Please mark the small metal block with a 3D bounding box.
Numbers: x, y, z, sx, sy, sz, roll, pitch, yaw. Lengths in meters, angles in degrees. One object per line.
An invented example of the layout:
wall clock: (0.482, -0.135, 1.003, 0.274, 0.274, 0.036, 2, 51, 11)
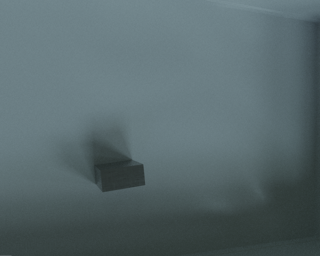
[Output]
small metal block: (-0.050, 0.057, 0.379, 0.050, 0.050, 0.025, -6, 92, -20)
